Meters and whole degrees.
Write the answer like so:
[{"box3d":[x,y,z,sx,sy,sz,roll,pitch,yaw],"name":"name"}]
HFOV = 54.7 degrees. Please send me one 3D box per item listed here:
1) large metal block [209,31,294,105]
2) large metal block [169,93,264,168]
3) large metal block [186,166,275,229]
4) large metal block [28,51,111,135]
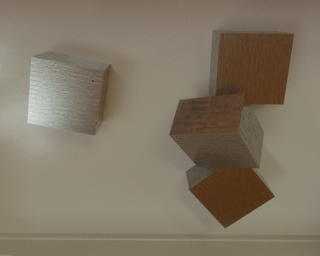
[{"box3d":[0.105,-0.074,0.372,0.081,0.050,0.079,0,110,-1],"name":"large metal block"},{"box3d":[0.070,0.007,0.367,0.080,0.050,0.080,-3,146,33],"name":"large metal block"},{"box3d":[0.094,0.076,0.427,0.080,0.050,0.080,-38,106,12],"name":"large metal block"},{"box3d":[-0.110,-0.044,0.381,0.081,0.050,0.079,11,110,-4],"name":"large metal block"}]
